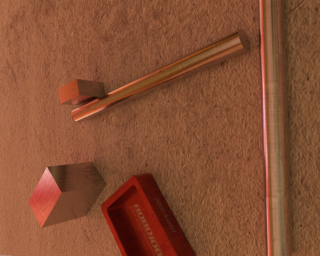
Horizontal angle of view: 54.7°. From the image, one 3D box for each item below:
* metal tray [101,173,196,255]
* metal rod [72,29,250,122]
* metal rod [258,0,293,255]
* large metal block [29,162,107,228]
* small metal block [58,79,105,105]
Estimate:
[{"bbox_3d":[-0.021,0.138,0.416,0.090,0.030,0.130,-45,63,30],"label":"metal tray"},{"bbox_3d":[-0.023,-0.058,0.421,0.300,0.025,0.025,-18,79,38],"label":"metal rod"},{"bbox_3d":[0.114,-0.021,0.309,0.025,0.025,0.298,-2,89,39],"label":"metal rod"},{"bbox_3d":[-0.144,0.102,0.485,0.050,0.081,0.080,49,119,28],"label":"large metal block"},{"bbox_3d":[-0.123,-0.055,0.487,0.050,0.050,0.025,-16,80,38],"label":"small metal block"}]
